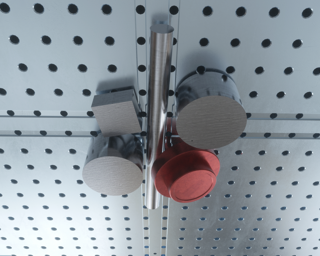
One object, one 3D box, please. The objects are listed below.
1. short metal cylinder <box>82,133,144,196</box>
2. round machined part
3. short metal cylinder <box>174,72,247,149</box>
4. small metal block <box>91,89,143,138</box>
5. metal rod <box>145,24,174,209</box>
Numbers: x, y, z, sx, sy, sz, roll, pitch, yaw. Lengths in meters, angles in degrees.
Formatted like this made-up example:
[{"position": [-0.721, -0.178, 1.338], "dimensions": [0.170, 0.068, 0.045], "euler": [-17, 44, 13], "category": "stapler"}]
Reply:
[{"position": [-0.063, 0.049, 0.431], "dimensions": [0.081, 0.050, 0.079], "euler": [0, 130, 0], "category": "short metal cylinder"}, {"position": [0.040, 0.068, 0.438], "dimensions": [0.099, 0.042, 0.097], "euler": [-11, 131, -12], "category": "round machined part"}, {"position": [0.059, -0.020, 0.373], "dimensions": [0.081, 0.050, 0.079], "euler": [0, 130, 0], "category": "short metal cylinder"}, {"position": [-0.053, -0.018, 0.391], "dimensions": [0.050, 0.025, 0.050], "euler": [-9, 130, 7], "category": "small metal block"}, {"position": [-0.005, 0.011, 0.415], "dimensions": [0.025, 0.025, 0.298], "euler": [2, 130, -2], "category": "metal rod"}]
